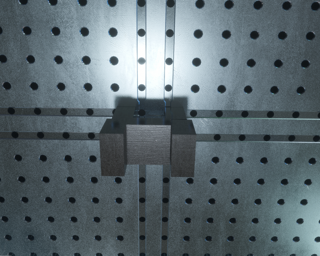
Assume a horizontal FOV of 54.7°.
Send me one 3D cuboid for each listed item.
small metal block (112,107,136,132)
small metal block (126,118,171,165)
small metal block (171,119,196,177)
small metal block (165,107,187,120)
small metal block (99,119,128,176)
[{"bbox_3d":[-0.046,0.004,0.400,0.025,0.050,0.050,1,110,-1],"label":"small metal block"},{"bbox_3d":[-0.013,0.016,0.366,0.050,0.025,0.050,1,110,-1],"label":"small metal block"},{"bbox_3d":[0.025,0.022,0.354,0.025,0.050,0.050,1,110,0],"label":"small metal block"},{"bbox_3d":[0.020,0.004,0.401,0.025,0.050,0.050,-1,110,0],"label":"small metal block"},{"bbox_3d":[-0.051,0.021,0.353,0.025,0.050,0.050,1,110,0],"label":"small metal block"}]
